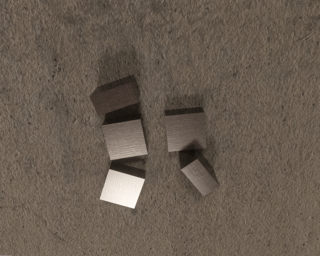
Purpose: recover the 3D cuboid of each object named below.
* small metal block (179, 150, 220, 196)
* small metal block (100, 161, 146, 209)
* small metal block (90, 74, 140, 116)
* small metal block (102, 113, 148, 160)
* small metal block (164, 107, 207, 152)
[{"bbox_3d":[0.052,0.055,0.418,0.025,0.050,0.050,-36,107,12],"label":"small metal block"},{"bbox_3d":[-0.052,0.080,0.439,0.050,0.025,0.050,17,109,-7],"label":"small metal block"},{"bbox_3d":[-0.053,-0.042,0.380,0.050,0.050,0.025,-18,109,6],"label":"small metal block"},{"bbox_3d":[-0.045,0.011,0.413,0.050,0.025,0.050,-10,110,3],"label":"small metal block"},{"bbox_3d":[0.034,0.001,0.411,0.050,0.025,0.050,-6,110,1],"label":"small metal block"}]
